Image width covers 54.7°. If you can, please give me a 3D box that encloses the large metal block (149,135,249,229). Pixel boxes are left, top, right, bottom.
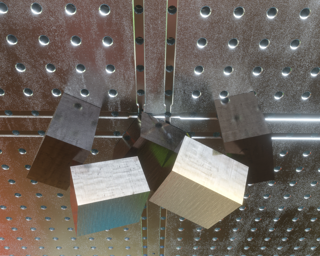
[{"bbox_3d":[0.043,0.066,0.361,0.080,0.050,0.080,27,140,-3],"label":"large metal block"}]

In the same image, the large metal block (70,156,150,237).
[{"bbox_3d":[-0.065,0.084,0.380,0.081,0.050,0.079,-7,141,-22],"label":"large metal block"}]

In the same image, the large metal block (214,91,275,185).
[{"bbox_3d":[0.105,0.014,0.389,0.050,0.080,0.080,-13,129,10],"label":"large metal block"}]

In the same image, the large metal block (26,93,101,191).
[{"bbox_3d":[-0.119,0.017,0.388,0.050,0.080,0.080,24,126,-19],"label":"large metal block"}]

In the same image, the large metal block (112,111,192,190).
[{"bbox_3d":[-0.011,0.035,0.424,0.080,0.050,0.080,26,125,-21],"label":"large metal block"}]
